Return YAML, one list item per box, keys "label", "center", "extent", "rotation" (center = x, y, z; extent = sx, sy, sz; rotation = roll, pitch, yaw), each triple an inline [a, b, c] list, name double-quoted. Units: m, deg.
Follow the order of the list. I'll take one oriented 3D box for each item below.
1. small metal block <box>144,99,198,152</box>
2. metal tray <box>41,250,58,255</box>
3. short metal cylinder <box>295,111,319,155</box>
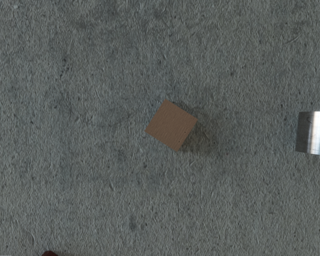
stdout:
- label: "small metal block"
  center: [0.014, -0.004, 0.410]
  extent: [0.050, 0.025, 0.050]
  rotation: [33, 90, 0]
- label: "metal tray"
  center: [-0.126, 0.237, 0.406]
  extent: [0.130, 0.030, 0.090]
  rotation: [36, 90, 0]
- label: "short metal cylinder"
  center: [0.214, 0.009, 0.384]
  extent: [0.080, 0.080, 0.050]
  rotation: [6, 90, 0]
